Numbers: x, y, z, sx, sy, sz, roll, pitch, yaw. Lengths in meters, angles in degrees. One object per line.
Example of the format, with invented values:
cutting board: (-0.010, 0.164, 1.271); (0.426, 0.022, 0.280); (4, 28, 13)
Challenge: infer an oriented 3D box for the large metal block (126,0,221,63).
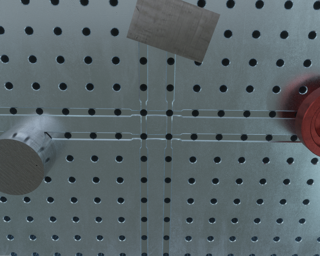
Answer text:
large metal block: (0.013, -0.114, 0.342); (0.080, 0.080, 0.050); (17, 109, -7)

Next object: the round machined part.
round machined part: (0.225, -0.012, 0.402); (0.099, 0.042, 0.097); (0, 110, 0)

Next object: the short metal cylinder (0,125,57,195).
short metal cylinder: (-0.187, 0.042, 0.414); (0.081, 0.050, 0.079); (0, 110, 0)
